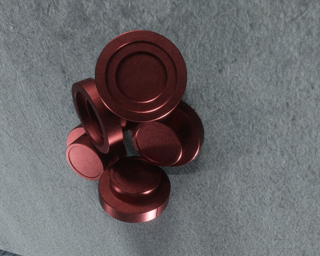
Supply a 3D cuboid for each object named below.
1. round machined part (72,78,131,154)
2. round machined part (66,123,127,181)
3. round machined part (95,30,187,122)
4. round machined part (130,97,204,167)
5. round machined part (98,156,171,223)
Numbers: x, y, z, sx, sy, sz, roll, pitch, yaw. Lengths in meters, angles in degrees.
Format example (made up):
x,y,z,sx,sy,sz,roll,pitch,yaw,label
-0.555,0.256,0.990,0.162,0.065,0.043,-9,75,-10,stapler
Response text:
x,y,z,sx,sy,sz,roll,pitch,yaw,label
-0.073,-0.019,0.403,0.098,0.042,0.097,43,147,37,round machined part
-0.103,0.041,0.474,0.098,0.042,0.097,13,124,20,round machined part
-0.021,-0.058,0.351,0.099,0.042,0.097,0,100,-3,round machined part
0.004,0.011,0.399,0.098,0.042,0.097,13,124,20,round machined part
-0.034,0.076,0.421,0.098,0.098,0.042,19,129,16,round machined part
